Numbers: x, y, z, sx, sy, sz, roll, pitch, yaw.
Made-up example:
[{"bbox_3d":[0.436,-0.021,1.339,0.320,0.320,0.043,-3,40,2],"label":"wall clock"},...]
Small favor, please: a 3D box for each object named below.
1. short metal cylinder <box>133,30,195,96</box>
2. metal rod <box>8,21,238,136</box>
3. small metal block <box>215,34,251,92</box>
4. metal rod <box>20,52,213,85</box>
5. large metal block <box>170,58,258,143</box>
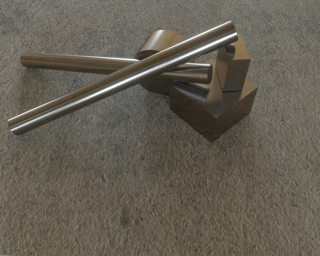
[{"bbox_3d":[0.005,-0.093,0.449,0.080,0.080,0.050,16,52,13],"label":"short metal cylinder"},{"bbox_3d":[-0.051,-0.058,0.384,0.301,0.025,0.025,-22,51,8],"label":"metal rod"},{"bbox_3d":[0.090,-0.082,0.390,0.025,0.050,0.050,-4,51,-3],"label":"small metal block"},{"bbox_3d":[-0.076,-0.088,0.441,0.301,0.025,0.025,9,50,22],"label":"metal rod"},{"bbox_3d":[0.070,-0.039,0.421,0.080,0.050,0.080,-35,58,-25],"label":"large metal block"}]
